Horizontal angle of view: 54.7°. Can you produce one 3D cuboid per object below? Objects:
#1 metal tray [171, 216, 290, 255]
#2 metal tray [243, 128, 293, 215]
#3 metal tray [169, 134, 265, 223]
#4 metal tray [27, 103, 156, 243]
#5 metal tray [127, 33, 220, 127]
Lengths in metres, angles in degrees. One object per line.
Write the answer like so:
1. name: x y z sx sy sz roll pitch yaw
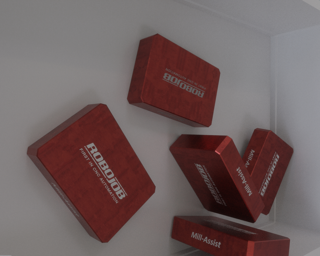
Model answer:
1. metal tray: 0.091 0.147 0.414 0.091 0.130 0.030 14 81 -39
2. metal tray: 0.177 0.076 0.539 0.090 0.030 0.130 31 80 -36
3. metal tray: 0.079 0.069 0.430 0.030 0.090 0.130 -45 117 -30
4. metal tray: -0.069 0.049 0.345 0.090 0.030 0.130 -43 116 -32
5. metal tray: 0.024 -0.059 0.423 0.131 0.030 0.090 18 79 -39
